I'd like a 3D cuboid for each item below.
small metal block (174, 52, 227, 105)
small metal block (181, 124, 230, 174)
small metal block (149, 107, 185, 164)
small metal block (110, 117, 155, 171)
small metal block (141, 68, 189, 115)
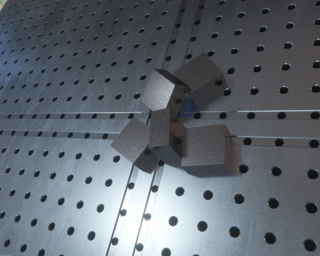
[{"bbox_3d":[0.055,-0.068,0.422,0.050,0.025,0.050,-34,51,6],"label":"small metal block"},{"bbox_3d":[0.055,0.025,0.365,0.050,0.025,0.050,-7,59,24],"label":"small metal block"},{"bbox_3d":[0.010,0.011,0.381,0.025,0.050,0.050,-11,57,23],"label":"small metal block"},{"bbox_3d":[-0.030,0.020,0.412,0.050,0.025,0.050,32,80,38],"label":"small metal block"},{"bbox_3d":[0.006,-0.046,0.419,0.050,0.025,0.050,43,122,39],"label":"small metal block"}]
